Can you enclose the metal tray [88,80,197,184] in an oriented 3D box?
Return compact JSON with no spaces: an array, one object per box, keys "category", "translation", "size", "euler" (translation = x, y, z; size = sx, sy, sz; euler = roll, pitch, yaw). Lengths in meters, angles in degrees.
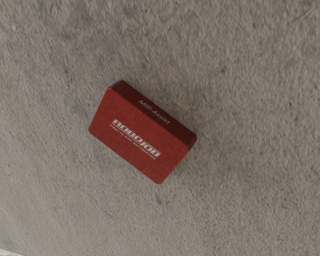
[{"category":"metal tray","translation":[-0.027,0.008,0.423],"size":[0.130,0.030,0.089],"euler":[37,129,3]}]
